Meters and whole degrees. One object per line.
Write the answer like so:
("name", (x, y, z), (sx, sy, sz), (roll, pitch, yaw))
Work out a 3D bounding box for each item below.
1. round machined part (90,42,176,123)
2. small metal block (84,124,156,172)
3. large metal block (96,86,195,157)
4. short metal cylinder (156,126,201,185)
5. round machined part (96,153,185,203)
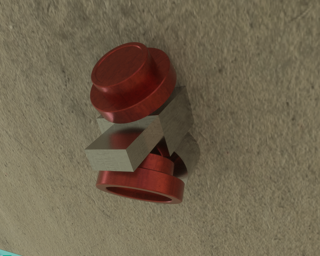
("round machined part", (-0.035, -0.056, 0.339), (0.098, 0.098, 0.042), (-2, 142, 29))
("small metal block", (-0.040, 0.020, 0.319), (0.050, 0.050, 0.025), (-2, 117, 29))
("large metal block", (-0.014, -0.009, 0.372), (0.080, 0.080, 0.050), (-2, 118, 29))
("short metal cylinder", (0.008, 0.040, 0.413), (0.080, 0.050, 0.079), (13, 124, 20))
("round machined part", (-0.020, 0.056, 0.356), (0.099, 0.042, 0.098), (9, 159, 4))
